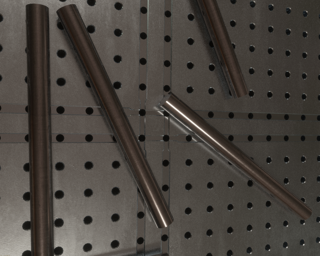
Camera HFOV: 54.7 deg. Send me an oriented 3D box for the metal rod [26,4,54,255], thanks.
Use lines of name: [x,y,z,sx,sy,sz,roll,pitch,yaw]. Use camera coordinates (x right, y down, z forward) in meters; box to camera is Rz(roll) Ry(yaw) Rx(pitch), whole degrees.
metal rod: [-0.140,0.009,0.361,0.025,0.025,0.298,-1,91,-20]

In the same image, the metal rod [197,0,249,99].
metal rod: [0.064,-0.185,0.437,0.025,0.025,0.299,-25,99,-19]

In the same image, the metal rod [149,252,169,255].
metal rod: [-0.131,0.189,0.365,0.303,0.025,0.025,-3,91,-20]

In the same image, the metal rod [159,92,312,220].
metal rod: [0.121,0.049,0.459,0.301,0.025,0.025,38,78,-17]

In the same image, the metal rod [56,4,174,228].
metal rod: [-0.053,-0.008,0.393,0.025,0.025,0.299,-27,99,-18]
